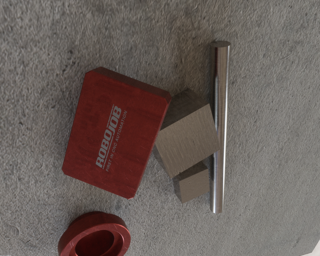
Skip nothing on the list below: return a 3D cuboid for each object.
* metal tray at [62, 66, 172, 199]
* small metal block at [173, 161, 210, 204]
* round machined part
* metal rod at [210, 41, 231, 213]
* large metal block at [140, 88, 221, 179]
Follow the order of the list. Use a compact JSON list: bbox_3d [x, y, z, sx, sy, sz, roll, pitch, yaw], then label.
[{"bbox_3d":[-0.051,0.007,0.349,0.090,0.030,0.129,21,111,2],"label":"metal tray"},{"bbox_3d":[0.049,0.084,0.486,0.050,0.025,0.050,-21,127,-16],"label":"small metal block"},{"bbox_3d":[-0.095,0.158,0.442,0.099,0.042,0.097,-14,124,-21],"label":"round machined part"},{"bbox_3d":[0.088,0.019,0.466,0.025,0.025,0.298,-19,126,-18],"label":"metal rod"},{"bbox_3d":[0.026,0.007,0.409,0.080,0.050,0.080,-29,129,-10],"label":"large metal block"}]
